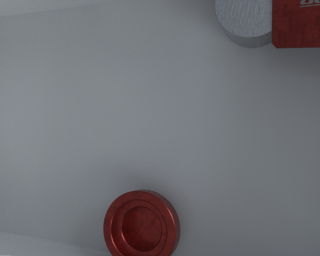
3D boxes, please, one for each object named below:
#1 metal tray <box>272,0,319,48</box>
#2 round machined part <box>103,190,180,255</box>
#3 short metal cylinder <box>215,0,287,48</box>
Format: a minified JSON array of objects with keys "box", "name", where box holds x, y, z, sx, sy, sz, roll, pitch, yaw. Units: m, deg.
[{"box":[0.167,-0.118,0.267,0.130,0.030,0.089,10,115,40],"name":"metal tray"},{"box":[-0.020,0.130,0.404,0.098,0.042,0.097,-2,83,19],"name":"round machined part"},{"box":[0.109,-0.138,0.359,0.080,0.050,0.079,0,90,19],"name":"short metal cylinder"}]
